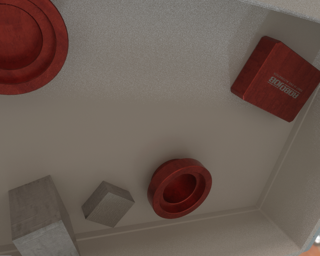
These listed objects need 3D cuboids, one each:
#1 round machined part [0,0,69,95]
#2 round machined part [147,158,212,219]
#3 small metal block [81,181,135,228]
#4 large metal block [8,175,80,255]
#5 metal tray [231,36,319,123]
[{"bbox_3d":[-0.135,-0.082,0.273,0.099,0.042,0.097,-14,125,-21],"label":"round machined part"},{"bbox_3d":[0.026,0.085,0.467,0.099,0.042,0.097,-14,125,-21],"label":"round machined part"},{"bbox_3d":[-0.073,0.108,0.437,0.050,0.025,0.050,34,99,-39],"label":"small metal block"},{"bbox_3d":[-0.138,0.118,0.372,0.050,0.080,0.079,-21,127,-16],"label":"large metal block"},{"bbox_3d":[0.177,-0.068,0.463,0.131,0.030,0.090,18,109,-36],"label":"metal tray"}]
